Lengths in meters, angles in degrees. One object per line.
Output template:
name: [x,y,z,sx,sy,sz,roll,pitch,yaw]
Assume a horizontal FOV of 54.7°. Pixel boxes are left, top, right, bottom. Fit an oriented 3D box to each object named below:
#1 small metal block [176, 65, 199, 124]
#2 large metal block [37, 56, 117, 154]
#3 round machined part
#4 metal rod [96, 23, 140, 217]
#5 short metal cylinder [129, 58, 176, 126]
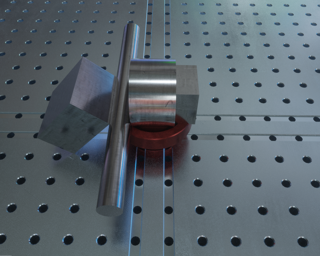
small metal block: [0.030,-0.040,0.370,0.025,0.050,0.050,1,50,0]
large metal block: [-0.102,-0.027,0.386,0.050,0.080,0.080,30,42,-30]
round machined part: [-0.008,-0.011,0.404,0.099,0.042,0.098,0,50,0]
metal rod: [-0.045,-0.037,0.384,0.025,0.025,0.300,1,50,0]
short metal cylinder: [-0.008,-0.042,0.368,0.050,0.080,0.080,1,50,0]
